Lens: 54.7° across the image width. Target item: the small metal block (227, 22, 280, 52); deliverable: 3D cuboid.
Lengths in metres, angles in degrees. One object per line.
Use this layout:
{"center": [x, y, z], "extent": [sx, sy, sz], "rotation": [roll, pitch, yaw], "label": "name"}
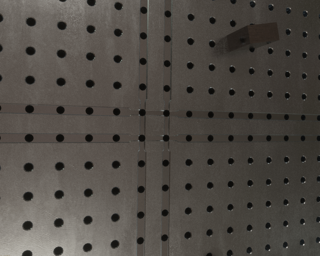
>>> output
{"center": [0.135, -0.132, 0.451], "extent": [0.050, 0.050, 0.025], "rotation": [-12, 95, -20], "label": "small metal block"}
